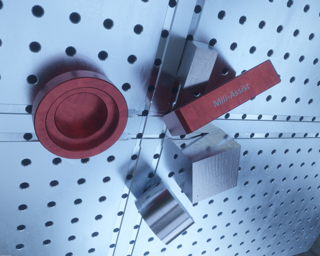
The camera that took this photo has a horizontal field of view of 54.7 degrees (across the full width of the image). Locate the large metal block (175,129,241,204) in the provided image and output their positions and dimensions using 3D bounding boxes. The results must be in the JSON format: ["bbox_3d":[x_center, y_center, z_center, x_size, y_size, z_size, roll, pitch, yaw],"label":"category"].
[{"bbox_3d":[0.072,0.058,0.473,0.081,0.050,0.079,-17,126,-19],"label":"large metal block"}]

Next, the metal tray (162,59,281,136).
[{"bbox_3d":[0.072,-0.035,0.388,0.131,0.090,0.030,-29,92,-10],"label":"metal tray"}]

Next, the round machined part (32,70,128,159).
[{"bbox_3d":[-0.089,-0.017,0.342,0.099,0.042,0.097,-14,125,-21],"label":"round machined part"}]

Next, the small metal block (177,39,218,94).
[{"bbox_3d":[0.043,-0.075,0.370,0.025,0.050,0.050,12,114,-13],"label":"small metal block"}]

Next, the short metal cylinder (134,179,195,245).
[{"bbox_3d":[0.007,0.123,0.458,0.050,0.080,0.080,-38,130,-3],"label":"short metal cylinder"}]
